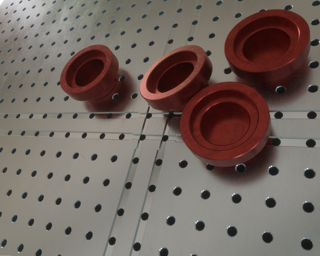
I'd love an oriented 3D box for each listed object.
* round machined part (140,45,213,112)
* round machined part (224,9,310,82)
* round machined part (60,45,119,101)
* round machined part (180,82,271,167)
[{"bbox_3d":[0.025,-0.060,0.410,0.098,0.042,0.098,-24,40,22],"label":"round machined part"},{"bbox_3d":[0.133,-0.096,0.386,0.098,0.042,0.098,-13,56,20],"label":"round machined part"},{"bbox_3d":[-0.109,-0.084,0.504,0.098,0.042,0.098,-13,56,20],"label":"round machined part"},{"bbox_3d":[0.076,-0.001,0.355,0.098,0.042,0.098,-11,59,19],"label":"round machined part"}]
